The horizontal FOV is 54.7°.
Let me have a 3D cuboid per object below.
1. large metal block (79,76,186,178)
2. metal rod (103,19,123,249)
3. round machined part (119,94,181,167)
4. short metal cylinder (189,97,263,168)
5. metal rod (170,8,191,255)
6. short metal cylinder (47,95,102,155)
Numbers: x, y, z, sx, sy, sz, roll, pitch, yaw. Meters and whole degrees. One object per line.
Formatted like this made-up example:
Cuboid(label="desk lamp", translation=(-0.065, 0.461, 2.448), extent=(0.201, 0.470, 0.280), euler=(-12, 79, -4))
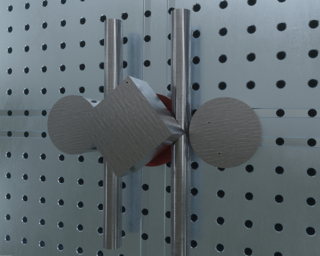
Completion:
Cuboid(label="large metal block", translation=(-0.031, -0.001, 0.360), extent=(0.080, 0.050, 0.080), euler=(-40, 78, 15))
Cuboid(label="metal rod", translation=(-0.062, 0.008, 0.412), extent=(0.025, 0.025, 0.298), euler=(0, 90, 20))
Cuboid(label="round machined part", translation=(-0.014, 0.003, 0.409), extent=(0.098, 0.042, 0.097), euler=(0, 90, 20))
Cuboid(label="short metal cylinder", translation=(0.080, 0.005, 0.370), extent=(0.080, 0.050, 0.080), euler=(0, 90, 20))
Cuboid(label="metal rod", translation=(0.026, 0.007, 0.381), extent=(0.025, 0.025, 0.298), euler=(0, 90, 20))
Cuboid(label="short metal cylinder", translation=(-0.109, -0.004, 0.438), extent=(0.080, 0.050, 0.080), euler=(0, 90, 20))
